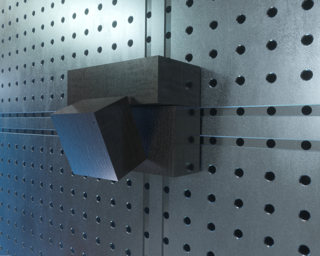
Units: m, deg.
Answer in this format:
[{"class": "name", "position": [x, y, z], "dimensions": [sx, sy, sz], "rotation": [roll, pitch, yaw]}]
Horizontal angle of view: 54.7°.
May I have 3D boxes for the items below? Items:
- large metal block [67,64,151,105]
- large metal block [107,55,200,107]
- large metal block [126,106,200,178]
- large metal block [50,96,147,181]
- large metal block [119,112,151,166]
[{"class": "large metal block", "position": [-0.069, -0.053, 0.427], "dimensions": [0.080, 0.081, 0.050], "rotation": [1, 91, 39]}, {"class": "large metal block", "position": [-0.007, -0.051, 0.376], "dimensions": [0.080, 0.081, 0.050], "rotation": [1, 91, 39]}, {"class": "large metal block", "position": [0.002, 0.014, 0.386], "dimensions": [0.080, 0.050, 0.079], "rotation": [1, 91, 39]}, {"class": "large metal block", "position": [-0.072, 0.011, 0.363], "dimensions": [0.080, 0.050, 0.080], "rotation": [0, 114, 39]}, {"class": "large metal block", "position": [-0.060, 0.012, 0.438], "dimensions": [0.080, 0.050, 0.079], "rotation": [1, 91, 39]}]
